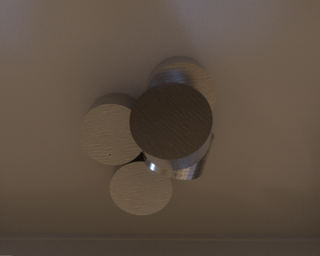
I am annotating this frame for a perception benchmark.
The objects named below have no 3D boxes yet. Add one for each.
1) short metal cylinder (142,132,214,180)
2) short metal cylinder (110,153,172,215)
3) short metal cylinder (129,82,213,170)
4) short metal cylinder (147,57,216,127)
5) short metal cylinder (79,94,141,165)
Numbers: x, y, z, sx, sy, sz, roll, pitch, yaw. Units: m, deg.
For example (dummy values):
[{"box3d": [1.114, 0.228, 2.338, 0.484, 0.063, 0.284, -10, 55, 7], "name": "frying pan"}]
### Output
[{"box3d": [0.022, 0.022, 0.390, 0.081, 0.080, 0.050, 13, 110, -5], "name": "short metal cylinder"}, {"box3d": [-0.024, 0.070, 0.421, 0.081, 0.050, 0.079, 0, 110, -1], "name": "short metal cylinder"}, {"box3d": [0.013, 0.000, 0.322, 0.080, 0.050, 0.080, -2, 70, 6], "name": "short metal cylinder"}, {"box3d": [0.025, -0.044, 0.380, 0.081, 0.050, 0.079, 0, 110, -1], "name": "short metal cylinder"}, {"box3d": [-0.057, 0.001, 0.395, 0.081, 0.050, 0.079, 0, 110, -1], "name": "short metal cylinder"}]
